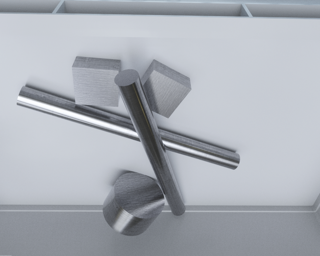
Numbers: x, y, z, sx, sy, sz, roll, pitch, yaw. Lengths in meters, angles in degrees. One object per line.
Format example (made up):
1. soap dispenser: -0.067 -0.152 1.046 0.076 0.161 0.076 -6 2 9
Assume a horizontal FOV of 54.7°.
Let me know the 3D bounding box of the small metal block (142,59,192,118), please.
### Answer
1. small metal block: 0.002 -0.046 0.370 0.050 0.025 0.050 24 126 -20

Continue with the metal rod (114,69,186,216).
1. metal rod: -0.001 0.044 0.416 0.025 0.025 0.299 -10 139 8

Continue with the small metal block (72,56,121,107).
1. small metal block: -0.073 -0.054 0.362 0.050 0.025 0.050 4 130 -4

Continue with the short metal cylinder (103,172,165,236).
1. short metal cylinder: -0.040 0.115 0.470 0.080 0.080 0.050 20 127 -17

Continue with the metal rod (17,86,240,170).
1. metal rod: -0.029 0.005 0.412 0.302 0.025 0.025 18 128 -15
